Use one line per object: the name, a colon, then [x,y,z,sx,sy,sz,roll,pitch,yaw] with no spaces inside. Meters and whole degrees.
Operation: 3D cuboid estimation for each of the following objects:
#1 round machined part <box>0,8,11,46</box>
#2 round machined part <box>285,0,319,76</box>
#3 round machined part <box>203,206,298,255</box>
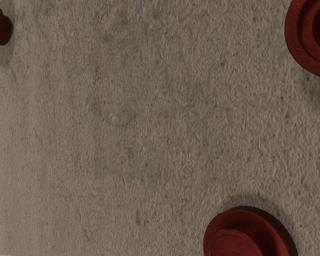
round machined part: [-0.371,-0.223,0.695,0.098,0.042,0.097,0,90,39]
round machined part: [0.162,-0.087,0.260,0.098,0.042,0.097,0,90,39]
round machined part: [0.086,0.134,0.322,0.098,0.042,0.097,0,90,39]
